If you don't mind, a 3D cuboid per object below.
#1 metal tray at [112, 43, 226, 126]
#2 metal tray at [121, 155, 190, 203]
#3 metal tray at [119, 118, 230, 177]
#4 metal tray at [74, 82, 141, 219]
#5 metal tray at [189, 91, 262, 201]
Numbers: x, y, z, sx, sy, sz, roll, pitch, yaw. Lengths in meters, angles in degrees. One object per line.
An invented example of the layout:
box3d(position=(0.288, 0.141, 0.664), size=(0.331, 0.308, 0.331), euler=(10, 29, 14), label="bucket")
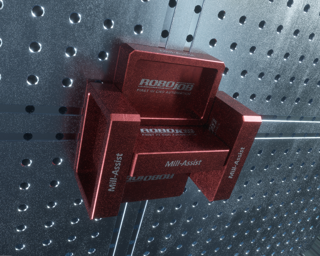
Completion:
box3d(position=(0.010, -0.049, 0.384), size=(0.131, 0.030, 0.089), euler=(0, 118, -29), label="metal tray")
box3d(position=(-0.019, 0.057, 0.433), size=(0.131, 0.030, 0.089), euler=(0, 118, -29), label="metal tray")
box3d(position=(0.008, 0.018, 0.384), size=(0.131, 0.090, 0.030), euler=(1, 118, -29), label="metal tray")
box3d(position=(-0.065, 0.024, 0.349), size=(0.030, 0.090, 0.129), euler=(1, 118, -29), label="metal tray")
box3d(position=(0.078, 0.023, 0.427), size=(0.030, 0.090, 0.129), euler=(1, 118, -29), label="metal tray")
